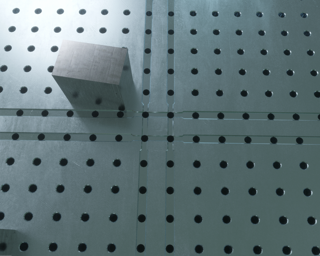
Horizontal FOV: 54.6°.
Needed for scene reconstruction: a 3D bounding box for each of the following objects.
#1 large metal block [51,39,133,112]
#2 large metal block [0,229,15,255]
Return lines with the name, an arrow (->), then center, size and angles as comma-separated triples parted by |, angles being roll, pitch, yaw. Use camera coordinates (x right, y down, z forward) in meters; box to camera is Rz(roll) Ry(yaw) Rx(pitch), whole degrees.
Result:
large metal block -> -0.083, -0.066, 0.406 | 0.080, 0.080, 0.050 | 9, 70, 3
large metal block -> -0.217, 0.154, 0.341 | 0.080, 0.050, 0.080 | 0, 70, 0
